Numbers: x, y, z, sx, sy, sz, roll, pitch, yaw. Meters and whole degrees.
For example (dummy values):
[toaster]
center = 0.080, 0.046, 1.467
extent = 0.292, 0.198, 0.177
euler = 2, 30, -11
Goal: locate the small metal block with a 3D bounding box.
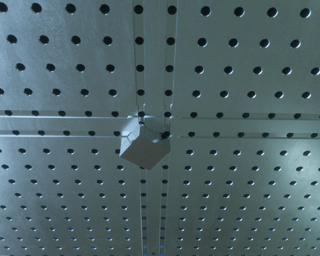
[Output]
[small metal block]
center = -0.021, 0.027, 0.435
extent = 0.050, 0.025, 0.050
euler = 28, 124, -23
